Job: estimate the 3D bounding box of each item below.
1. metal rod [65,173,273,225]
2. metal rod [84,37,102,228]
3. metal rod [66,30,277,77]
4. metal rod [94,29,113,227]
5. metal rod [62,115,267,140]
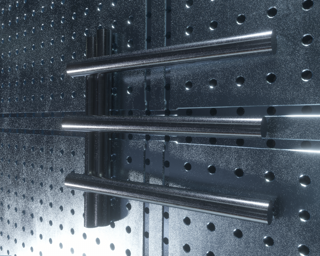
[{"bbox_3d":[-0.013,0.084,0.399,0.300,0.025,0.025,1,91,33],"label":"metal rod"},{"bbox_3d":[-0.107,0.007,0.494,0.025,0.025,0.298,1,91,39],"label":"metal rod"},{"bbox_3d":[-0.010,-0.089,0.396,0.300,0.025,0.025,1,91,33],"label":"metal rod"},{"bbox_3d":[-0.088,0.000,0.478,0.025,0.025,0.298,1,91,39],"label":"metal rod"},{"bbox_3d":[-0.018,-0.004,0.402,0.300,0.025,0.025,2,91,33],"label":"metal rod"}]
